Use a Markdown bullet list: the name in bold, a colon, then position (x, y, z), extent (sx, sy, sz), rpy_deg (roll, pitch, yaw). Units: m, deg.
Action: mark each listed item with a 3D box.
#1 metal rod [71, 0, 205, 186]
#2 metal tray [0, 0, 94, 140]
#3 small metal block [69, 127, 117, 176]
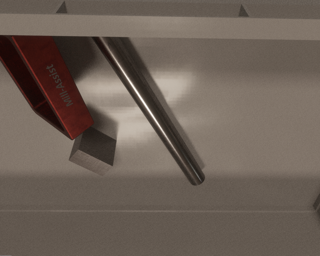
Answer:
- **metal rod**: position (-0.009, -0.023, 0.389), extent (0.025, 0.025, 0.299), rpy_deg (-21, 128, 16)
- **metal tray**: position (-0.125, -0.056, 0.314), extent (0.030, 0.090, 0.129), rpy_deg (-42, 140, -25)
- **small metal block**: position (-0.089, 0.029, 0.417), extent (0.050, 0.050, 0.025), rpy_deg (31, 123, -24)
